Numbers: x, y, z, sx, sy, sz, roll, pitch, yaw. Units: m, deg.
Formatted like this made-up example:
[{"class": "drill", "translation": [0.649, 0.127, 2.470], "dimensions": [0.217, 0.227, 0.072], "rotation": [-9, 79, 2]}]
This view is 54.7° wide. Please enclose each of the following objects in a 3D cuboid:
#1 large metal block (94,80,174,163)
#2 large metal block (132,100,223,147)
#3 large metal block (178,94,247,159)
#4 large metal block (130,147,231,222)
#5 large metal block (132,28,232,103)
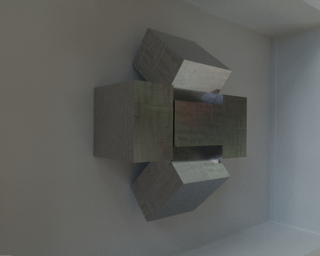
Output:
[{"class": "large metal block", "translation": [-0.031, -0.006, 0.343], "dimensions": [0.050, 0.080, 0.080], "rotation": [1, 90, -40]}, {"class": "large metal block", "translation": [0.021, -0.005, 0.386], "dimensions": [0.081, 0.080, 0.050], "rotation": [1, 90, -40]}, {"class": "large metal block", "translation": [0.071, -0.002, 0.429], "dimensions": [0.050, 0.080, 0.080], "rotation": [1, 90, -40]}, {"class": "large metal block", "translation": [0.024, 0.066, 0.381], "dimensions": [0.081, 0.080, 0.050], "rotation": [1, 48, -41]}, {"class": "large metal block", "translation": [0.026, -0.075, 0.382], "dimensions": [0.081, 0.080, 0.050], "rotation": [2, 126, -40]}]
